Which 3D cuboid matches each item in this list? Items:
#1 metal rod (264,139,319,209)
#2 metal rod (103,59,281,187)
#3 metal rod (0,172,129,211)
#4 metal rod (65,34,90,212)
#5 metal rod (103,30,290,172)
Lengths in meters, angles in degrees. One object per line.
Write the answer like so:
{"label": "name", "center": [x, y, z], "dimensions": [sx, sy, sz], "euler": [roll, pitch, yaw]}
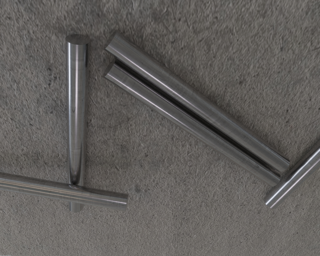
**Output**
{"label": "metal rod", "center": [0.236, 0.017, 0.423], "dimensions": [0.025, 0.025, 0.298], "euler": [16, 128, -13]}
{"label": "metal rod", "center": [0.058, 0.005, 0.411], "dimensions": [0.301, 0.025, 0.025], "euler": [32, 123, -25]}
{"label": "metal rod", "center": [-0.196, 0.083, 0.452], "dimensions": [0.302, 0.025, 0.025], "euler": [10, 130, 0]}
{"label": "metal rod", "center": [-0.113, 0.018, 0.421], "dimensions": [0.025, 0.025, 0.298], "euler": [8, 130, -7]}
{"label": "metal rod", "center": [0.063, -0.020, 0.390], "dimensions": [0.301, 0.025, 0.025], "euler": [32, 123, -25]}
